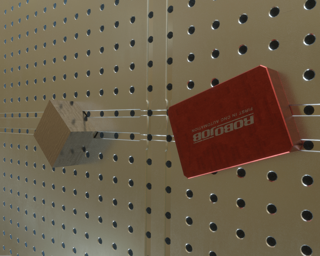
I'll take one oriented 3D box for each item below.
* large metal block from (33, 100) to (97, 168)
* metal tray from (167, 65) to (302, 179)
[{"bbox_3d":[-0.163,0.009,0.528,0.080,0.050,0.080,49,119,29],"label":"large metal block"},{"bbox_3d":[0.075,-0.002,0.344,0.130,0.030,0.090,-23,76,37],"label":"metal tray"}]
